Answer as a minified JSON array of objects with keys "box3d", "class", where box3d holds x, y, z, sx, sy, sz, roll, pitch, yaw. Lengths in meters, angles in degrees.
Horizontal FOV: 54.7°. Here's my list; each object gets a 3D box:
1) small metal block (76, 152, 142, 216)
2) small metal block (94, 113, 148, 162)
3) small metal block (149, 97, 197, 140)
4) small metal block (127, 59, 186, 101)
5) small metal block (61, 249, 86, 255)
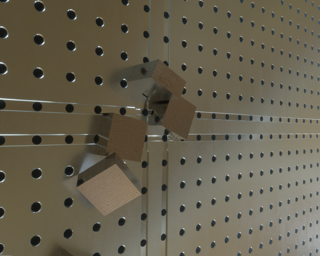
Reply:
[{"box3d":[-0.056,0.063,0.347,0.050,0.025,0.050,-32,116,6],"class":"small metal block"},{"box3d":[-0.046,0.012,0.372,0.050,0.025,0.050,16,80,-39],"class":"small metal block"},{"box3d":[0.019,-0.017,0.427,0.050,0.025,0.050,29,72,-37],"class":"small metal block"},{"box3d":[-0.004,-0.058,0.391,0.050,0.050,0.025,33,69,-36],"class":"small metal block"},{"box3d":[-0.090,0.166,0.336,0.050,0.025,0.050,37,68,-34],"class":"small metal block"}]
